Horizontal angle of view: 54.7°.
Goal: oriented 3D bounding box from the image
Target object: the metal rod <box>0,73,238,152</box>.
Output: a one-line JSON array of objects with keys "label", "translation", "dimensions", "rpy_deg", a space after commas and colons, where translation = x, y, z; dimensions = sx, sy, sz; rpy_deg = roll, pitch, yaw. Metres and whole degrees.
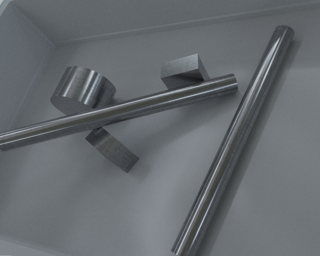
[{"label": "metal rod", "translation": [-0.052, -0.020, 0.390], "dimensions": [0.302, 0.025, 0.025], "rpy_deg": [-14, 54, -1]}]

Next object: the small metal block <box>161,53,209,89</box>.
[{"label": "small metal block", "translation": [0.035, -0.067, 0.412], "dimensions": [0.050, 0.050, 0.025], "rpy_deg": [-11, 57, 22]}]

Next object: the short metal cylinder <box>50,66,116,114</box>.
[{"label": "short metal cylinder", "translation": [-0.112, -0.046, 0.455], "dimensions": [0.080, 0.080, 0.050], "rpy_deg": [6, 65, 30]}]

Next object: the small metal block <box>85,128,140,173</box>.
[{"label": "small metal block", "translation": [-0.062, 0.027, 0.404], "dimensions": [0.050, 0.050, 0.025], "rpy_deg": [34, 81, 38]}]

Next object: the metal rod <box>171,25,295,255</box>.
[{"label": "metal rod", "translation": [0.091, 0.004, 0.355], "dimensions": [0.025, 0.025, 0.300], "rpy_deg": [17, 70, 34]}]
